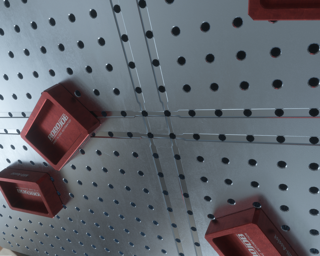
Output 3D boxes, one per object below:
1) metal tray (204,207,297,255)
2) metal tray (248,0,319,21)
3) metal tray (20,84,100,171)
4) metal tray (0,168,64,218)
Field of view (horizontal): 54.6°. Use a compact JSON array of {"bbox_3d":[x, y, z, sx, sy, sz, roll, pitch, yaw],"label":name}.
[{"bbox_3d":[0.139,0.182,0.447,0.090,0.030,0.130,-32,101,38],"label":"metal tray"},{"bbox_3d":[0.113,-0.146,0.218,0.090,0.030,0.129,8,122,24],"label":"metal tray"},{"bbox_3d":[-0.163,0.003,0.496,0.090,0.030,0.129,44,129,-3],"label":"metal tray"},{"bbox_3d":[-0.268,0.131,0.631,0.130,0.030,0.090,1,119,27],"label":"metal tray"}]
